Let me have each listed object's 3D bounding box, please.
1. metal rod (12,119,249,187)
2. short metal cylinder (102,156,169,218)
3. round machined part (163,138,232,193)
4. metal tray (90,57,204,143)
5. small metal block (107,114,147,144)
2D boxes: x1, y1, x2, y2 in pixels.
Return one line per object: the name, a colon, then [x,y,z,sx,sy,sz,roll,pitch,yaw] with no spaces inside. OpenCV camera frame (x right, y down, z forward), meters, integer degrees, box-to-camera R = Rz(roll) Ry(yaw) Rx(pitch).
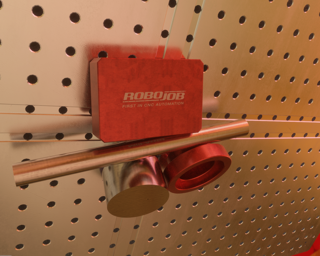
metal rod: [-0.016,0.024,0.385,0.303,0.025,0.025,-11,123,-23]
short metal cylinder: [-0.033,0.076,0.410,0.081,0.050,0.080,-11,140,-9]
round machined part: [0.049,0.051,0.445,0.099,0.042,0.098,-18,148,-12]
metal tray: [-0.012,-0.035,0.363,0.131,0.030,0.089,-5,102,-27]
small metal block: [-0.035,0.015,0.414,0.050,0.025,0.050,19,108,-36]
